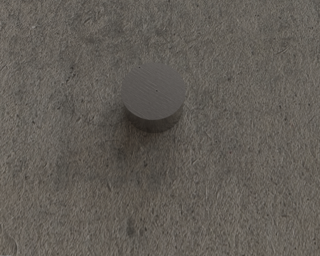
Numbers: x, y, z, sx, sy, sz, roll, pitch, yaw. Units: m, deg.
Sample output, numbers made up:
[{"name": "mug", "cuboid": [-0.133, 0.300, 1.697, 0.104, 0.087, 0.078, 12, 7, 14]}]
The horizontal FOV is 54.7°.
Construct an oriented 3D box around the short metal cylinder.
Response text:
[{"name": "short metal cylinder", "cuboid": [-0.008, -0.039, 0.409, 0.081, 0.050, 0.080, 0, 70, 0]}]
